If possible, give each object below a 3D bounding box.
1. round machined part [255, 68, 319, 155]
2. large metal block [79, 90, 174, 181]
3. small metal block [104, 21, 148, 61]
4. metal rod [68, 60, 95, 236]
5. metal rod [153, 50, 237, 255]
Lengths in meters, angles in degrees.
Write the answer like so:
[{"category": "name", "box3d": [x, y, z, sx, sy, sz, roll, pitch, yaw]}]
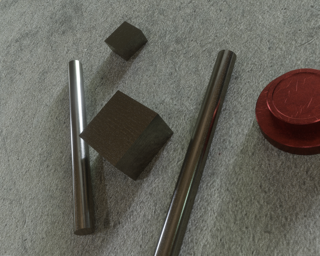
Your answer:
[{"category": "round machined part", "box3d": [0.152, -0.024, 0.328, 0.098, 0.042, 0.098, -13, 56, 20]}, {"category": "large metal block", "box3d": [-0.044, 0.008, 0.404, 0.080, 0.050, 0.080, 32, 80, 37]}, {"category": "small metal block", "box3d": [-0.058, -0.147, 0.523, 0.050, 0.025, 0.050, -46, 51, -4]}, {"category": "metal rod", "box3d": [-0.120, 0.007, 0.460, 0.025, 0.025, 0.299, -24, 53, 13]}, {"category": "metal rod", "box3d": [0.042, 0.034, 0.359, 0.025, 0.025, 0.300, 7, 65, 31]}]
